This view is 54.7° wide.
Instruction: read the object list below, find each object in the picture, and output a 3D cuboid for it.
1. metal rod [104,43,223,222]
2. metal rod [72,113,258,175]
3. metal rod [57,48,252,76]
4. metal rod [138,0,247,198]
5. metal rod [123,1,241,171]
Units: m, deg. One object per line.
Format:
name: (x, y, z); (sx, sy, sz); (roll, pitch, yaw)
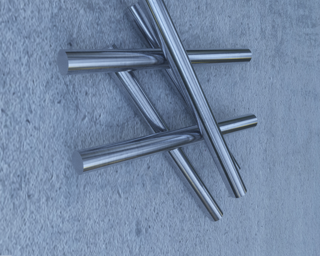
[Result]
metal rod: (0.012, 0.022, 0.418); (0.025, 0.025, 0.299); (-49, 119, -29)
metal rod: (0.032, 0.012, 0.403); (0.302, 0.025, 0.025); (-11, 98, -40)
metal rod: (0.020, -0.088, 0.393); (0.302, 0.025, 0.025); (-13, 98, -40)
metal rod: (0.046, -0.032, 0.382); (0.025, 0.025, 0.299); (-42, 116, -32)
metal rod: (0.043, -0.040, 0.444); (0.025, 0.025, 0.299); (-51, 120, -28)
